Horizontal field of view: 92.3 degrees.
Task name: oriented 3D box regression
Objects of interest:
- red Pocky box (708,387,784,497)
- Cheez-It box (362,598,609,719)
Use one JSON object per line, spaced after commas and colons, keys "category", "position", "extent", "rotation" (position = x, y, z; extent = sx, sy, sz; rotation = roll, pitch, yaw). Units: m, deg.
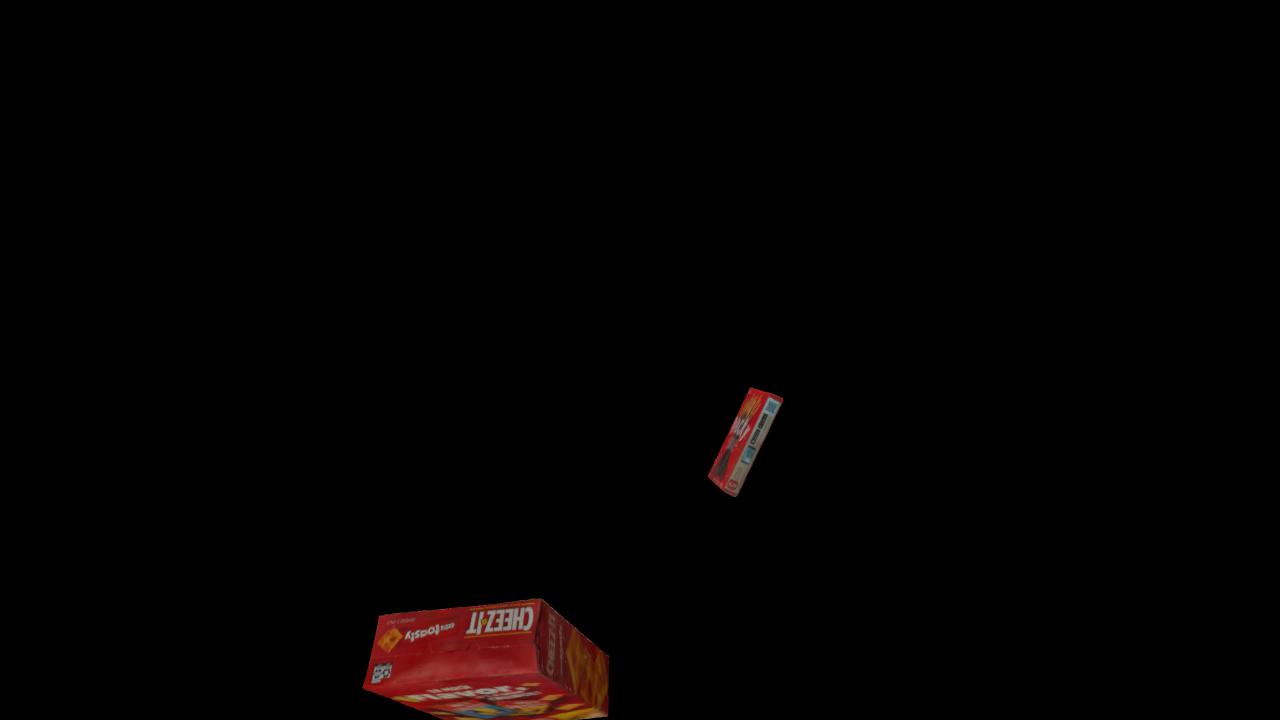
{"category": "red Pocky box", "position": [0.151, 0.116, 0.897], "extent": [0.028, 0.155, 0.083], "rotation": [26, -2, -9]}
{"category": "Cheez-It box", "position": [-0.138, 0.312, 0.616], "extent": [0.166, 0.071, 0.223], "rotation": [-11, -40, 9]}
